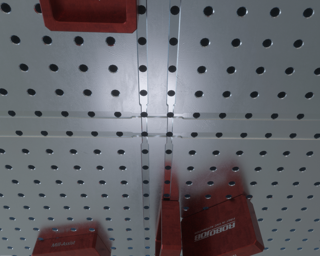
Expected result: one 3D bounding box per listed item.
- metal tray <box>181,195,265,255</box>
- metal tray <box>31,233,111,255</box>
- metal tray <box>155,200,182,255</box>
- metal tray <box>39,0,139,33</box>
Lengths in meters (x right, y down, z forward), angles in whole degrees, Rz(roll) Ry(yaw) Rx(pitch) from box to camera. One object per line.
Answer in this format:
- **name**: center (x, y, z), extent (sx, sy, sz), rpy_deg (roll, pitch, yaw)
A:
- **metal tray**: center (0.099, 0.177, 0.520), extent (0.130, 0.090, 0.030), rpy_deg (-29, 124, 22)
- **metal tray**: center (-0.176, 0.256, 0.625), extent (0.130, 0.030, 0.090), rpy_deg (-10, 130, 8)
- **metal tray**: center (0.012, 0.199, 0.537), extent (0.030, 0.090, 0.129), rpy_deg (4, 130, -4)
- **metal tray**: center (-0.066, -0.153, 0.277), extent (0.090, 0.030, 0.129), rpy_deg (1, 130, -1)
